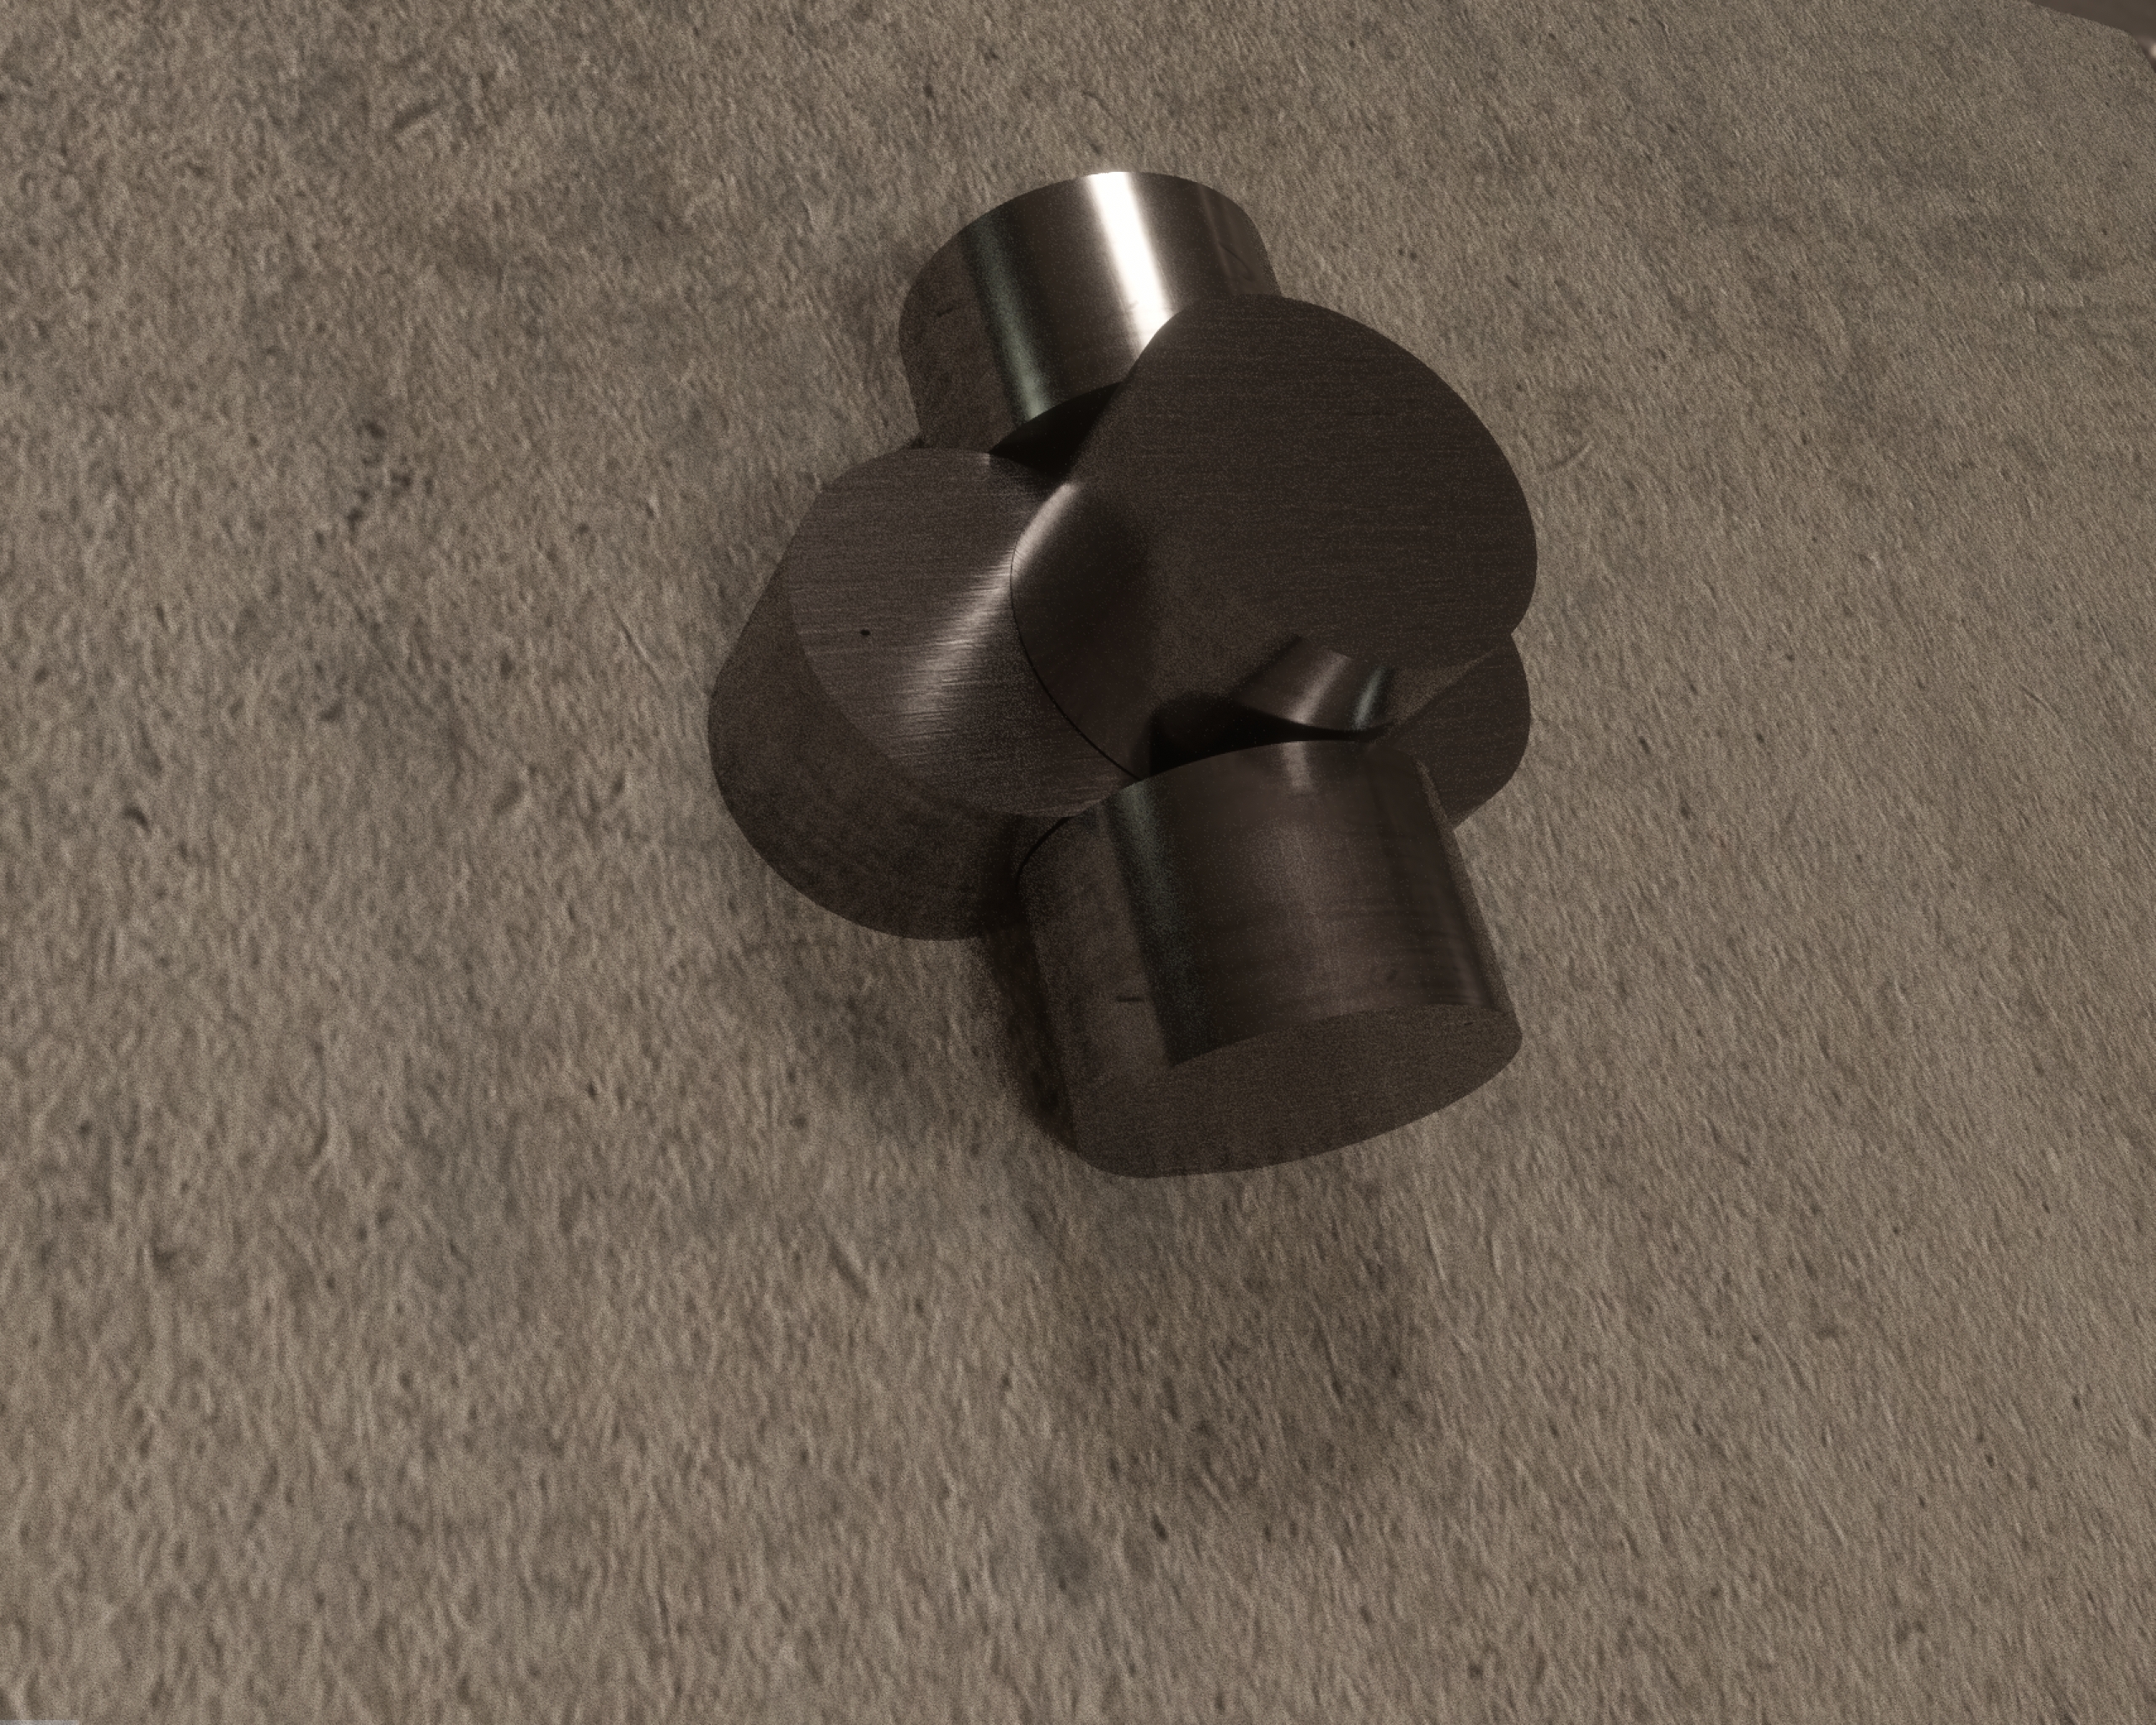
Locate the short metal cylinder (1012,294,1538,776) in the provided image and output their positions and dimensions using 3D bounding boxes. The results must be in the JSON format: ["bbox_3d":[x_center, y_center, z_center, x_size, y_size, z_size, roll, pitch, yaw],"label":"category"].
[{"bbox_3d":[0.035,-0.055,0.378,0.081,0.050,0.080,14,56,-21],"label":"short metal cylinder"}]

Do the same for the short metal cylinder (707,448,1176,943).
[{"bbox_3d":[-0.024,-0.031,0.396,0.081,0.050,0.080,14,56,-21],"label":"short metal cylinder"}]

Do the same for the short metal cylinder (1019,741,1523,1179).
[{"bbox_3d":[0.034,0.020,0.378,0.081,0.080,0.050,0,62,-29],"label":"short metal cylinder"}]

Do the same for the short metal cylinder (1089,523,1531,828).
[{"bbox_3d":[0.046,-0.032,0.435,0.081,0.050,0.080,14,56,-21],"label":"short metal cylinder"}]

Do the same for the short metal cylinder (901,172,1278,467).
[{"bbox_3d":[0.007,-0.096,0.434,0.081,0.080,0.050,0,62,-29],"label":"short metal cylinder"}]
